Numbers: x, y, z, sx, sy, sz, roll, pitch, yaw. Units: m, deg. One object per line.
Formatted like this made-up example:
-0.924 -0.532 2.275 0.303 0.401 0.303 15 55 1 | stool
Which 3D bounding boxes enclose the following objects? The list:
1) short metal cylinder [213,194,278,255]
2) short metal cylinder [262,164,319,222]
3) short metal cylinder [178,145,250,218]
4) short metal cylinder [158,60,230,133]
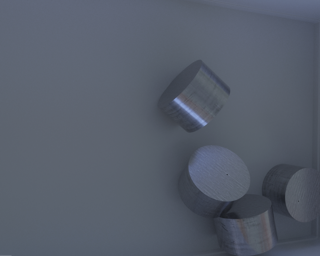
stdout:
0.116 0.130 0.425 0.081 0.080 0.050 -15 97 -20 | short metal cylinder
0.206 0.098 0.476 0.081 0.050 0.079 0 90 -21 | short metal cylinder
0.069 0.069 0.404 0.081 0.050 0.080 8 50 -10 | short metal cylinder
0.043 -0.041 0.398 0.050 0.080 0.080 40 77 -16 | short metal cylinder
